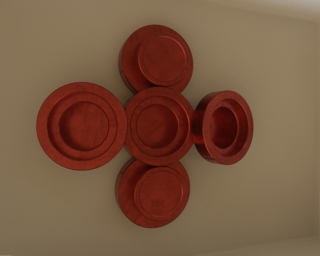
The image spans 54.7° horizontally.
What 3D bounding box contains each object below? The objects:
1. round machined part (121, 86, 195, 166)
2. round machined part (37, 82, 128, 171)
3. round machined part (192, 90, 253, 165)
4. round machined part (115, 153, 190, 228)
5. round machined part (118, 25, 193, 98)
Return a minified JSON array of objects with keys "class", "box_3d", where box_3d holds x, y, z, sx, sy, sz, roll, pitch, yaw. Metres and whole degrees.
[{"class":"round machined part","box_3d":[-0.006,-0.002,0.397,0.099,0.042,0.097,0,90,-20]},{"class":"round machined part","box_3d":[-0.086,-0.002,0.359,0.099,0.042,0.097,0,90,-3]},{"class":"round machined part","box_3d":[0.079,0.000,0.420,0.099,0.042,0.097,0,91,-37]},{"class":"round machined part","box_3d":[-0.005,0.080,0.398,0.099,0.042,0.097,0,90,-20]},{"class":"round machined part","box_3d":[-0.001,-0.085,0.399,0.099,0.042,0.097,0,90,-20]}]
